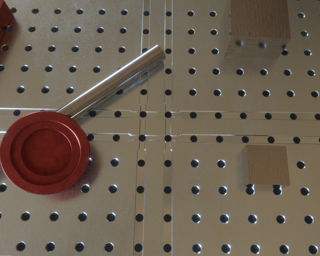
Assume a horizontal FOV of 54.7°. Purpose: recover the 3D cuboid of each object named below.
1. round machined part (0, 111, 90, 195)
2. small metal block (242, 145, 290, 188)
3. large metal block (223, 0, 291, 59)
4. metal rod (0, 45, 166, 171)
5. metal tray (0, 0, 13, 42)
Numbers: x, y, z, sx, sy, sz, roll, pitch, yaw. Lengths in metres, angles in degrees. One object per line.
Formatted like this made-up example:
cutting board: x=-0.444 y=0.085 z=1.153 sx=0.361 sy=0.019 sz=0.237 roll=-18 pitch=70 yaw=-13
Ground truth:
round machined part: x=-0.137 y=0.028 z=0.378 sx=0.099 sy=0.042 sz=0.097 roll=0 pitch=91 yaw=-16
small metal block: x=0.134 y=0.049 z=0.395 sx=0.050 sy=0.025 sz=0.050 roll=2 pitch=70 yaw=0
large metal block: x=0.139 y=-0.152 z=0.456 sx=0.081 sy=0.050 sz=0.080 roll=3 pitch=70 yaw=1
metal rod: x=-0.118 y=-0.023 z=0.418 sx=0.301 sy=0.025 sz=0.025 roll=-36 pitch=74 yaw=-13
metal tray: x=-0.288 y=-0.137 z=0.455 sx=0.090 sy=0.030 sz=0.130 roll=12 pitch=70 yaw=4
